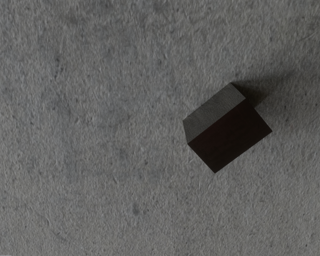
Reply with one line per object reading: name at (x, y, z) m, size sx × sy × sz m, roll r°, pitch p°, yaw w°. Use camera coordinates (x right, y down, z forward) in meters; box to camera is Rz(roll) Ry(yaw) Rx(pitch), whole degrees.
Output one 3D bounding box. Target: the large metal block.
large metal block at (0.077, -0.003, 0.380) m, size 0.080 × 0.080 × 0.050 m, roll -39°, pitch 106°, yaw 13°
